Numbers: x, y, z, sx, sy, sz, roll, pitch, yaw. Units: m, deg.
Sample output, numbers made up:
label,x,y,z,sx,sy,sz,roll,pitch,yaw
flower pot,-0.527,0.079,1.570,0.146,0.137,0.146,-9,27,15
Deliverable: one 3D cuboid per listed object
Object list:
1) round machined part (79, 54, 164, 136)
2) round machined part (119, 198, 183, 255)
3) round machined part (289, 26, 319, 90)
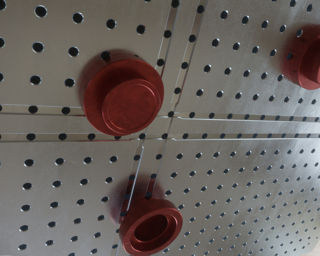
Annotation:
label,x,y,z,sx,sy,sz,roll,pitch,yaw
round machined part,-0.039,-0.032,0.358,0.099,0.042,0.097,-14,124,-21
round machined part,-0.017,0.148,0.482,0.099,0.042,0.097,-14,124,-21
round machined part,0.250,-0.102,0.472,0.099,0.042,0.097,-14,124,-21
